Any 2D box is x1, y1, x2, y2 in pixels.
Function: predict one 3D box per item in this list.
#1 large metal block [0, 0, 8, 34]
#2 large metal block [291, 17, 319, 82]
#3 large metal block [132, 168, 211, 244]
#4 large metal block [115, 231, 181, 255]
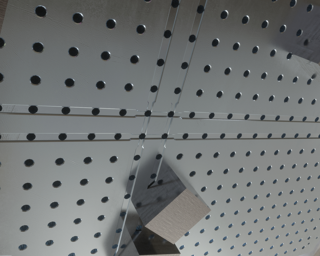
[{"bbox_3d":[-0.156,-0.126,0.232,0.081,0.050,0.080,11,113,-33],"label":"large metal block"},{"bbox_3d":[0.258,-0.116,0.463,0.080,0.050,0.080,29,102,-38],"label":"large metal block"},{"bbox_3d":[0.019,0.122,0.480,0.080,0.050,0.080,-43,129,1],"label":"large metal block"},{"bbox_3d":[-0.026,0.220,0.516,0.081,0.050,0.080,14,111,-34],"label":"large metal block"}]
